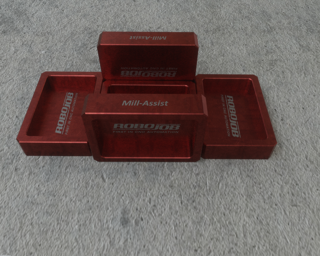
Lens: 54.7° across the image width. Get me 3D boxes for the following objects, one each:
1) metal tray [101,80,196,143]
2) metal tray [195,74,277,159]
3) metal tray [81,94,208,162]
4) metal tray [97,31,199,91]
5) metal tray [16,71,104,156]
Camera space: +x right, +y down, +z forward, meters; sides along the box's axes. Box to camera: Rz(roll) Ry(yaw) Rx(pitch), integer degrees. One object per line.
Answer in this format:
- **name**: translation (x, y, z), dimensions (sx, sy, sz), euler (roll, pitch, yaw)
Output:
- **metal tray**: translation (-0.016, -0.024, 0.421), dimensions (0.131, 0.030, 0.090), euler (1, 50, 0)
- **metal tray**: translation (0.095, -0.019, 0.419), dimensions (0.091, 0.030, 0.130), euler (1, 50, 0)
- **metal tray**: translation (-0.016, 0.002, 0.358), dimensions (0.131, 0.089, 0.030), euler (0, 50, 0)
- **metal tray**: translation (-0.016, -0.089, 0.437), dimensions (0.131, 0.089, 0.030), euler (0, 50, -1)
- **metal tray**: translation (-0.126, -0.023, 0.419), dimensions (0.091, 0.030, 0.130), euler (1, 50, 0)
